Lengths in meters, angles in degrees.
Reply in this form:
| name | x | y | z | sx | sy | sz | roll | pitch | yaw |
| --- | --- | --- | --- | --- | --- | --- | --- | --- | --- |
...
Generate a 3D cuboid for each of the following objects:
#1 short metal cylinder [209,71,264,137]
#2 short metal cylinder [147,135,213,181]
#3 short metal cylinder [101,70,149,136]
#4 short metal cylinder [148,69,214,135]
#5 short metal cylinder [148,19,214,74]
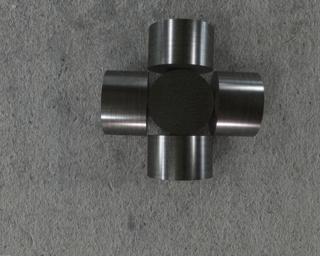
| name | x | y | z | sx | sy | sz | roll | pitch | yaw |
| --- | --- | --- | --- | --- | --- | --- | --- | --- | --- |
| short metal cylinder | 0.091 | -0.030 | 0.385 | 0.050 | 0.080 | 0.079 | 2 | 90 | 0 |
| short metal cylinder | 0.025 | 0.034 | 0.384 | 0.081 | 0.080 | 0.050 | 0 | 90 | -1 |
| short metal cylinder | -0.040 | -0.030 | 0.383 | 0.050 | 0.080 | 0.079 | 2 | 90 | 0 |
| short metal cylinder | 0.025 | -0.031 | 0.399 | 0.081 | 0.050 | 0.079 | 0 | 90 | -1 |
| short metal cylinder | 0.026 | -0.097 | 0.383 | 0.081 | 0.080 | 0.050 | 2 | 91 | -1 |
